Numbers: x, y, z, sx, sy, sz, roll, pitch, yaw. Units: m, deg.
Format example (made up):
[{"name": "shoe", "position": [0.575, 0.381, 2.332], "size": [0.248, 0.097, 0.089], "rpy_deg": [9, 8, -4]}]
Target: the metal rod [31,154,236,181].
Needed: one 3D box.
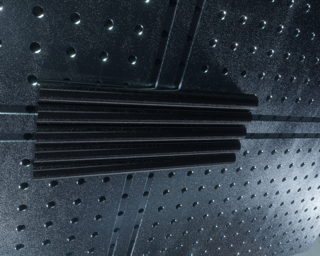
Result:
[{"name": "metal rod", "position": [-0.017, 0.049, 0.434], "size": [0.303, 0.025, 0.025], "rpy_deg": [0, 119, -29]}]

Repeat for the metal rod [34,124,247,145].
[{"name": "metal rod", "position": [-0.005, 0.006, 0.414], "size": [0.303, 0.025, 0.025], "rpy_deg": [0, 118, -29]}]

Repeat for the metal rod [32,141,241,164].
[{"name": "metal rod", "position": [-0.011, 0.028, 0.424], "size": [0.303, 0.025, 0.025], "rpy_deg": [0, 118, -29]}]

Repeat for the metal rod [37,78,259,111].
[{"name": "metal rod", "position": [0.007, -0.039, 0.393], "size": [0.303, 0.025, 0.025], "rpy_deg": [0, 118, -29]}]

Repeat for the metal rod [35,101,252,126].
[{"name": "metal rod", "position": [0.001, -0.017, 0.403], "size": [0.303, 0.025, 0.025], "rpy_deg": [0, 118, -29]}]
